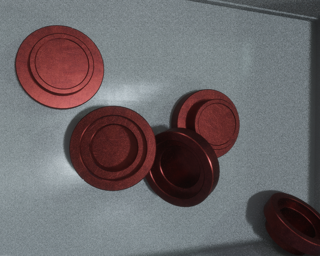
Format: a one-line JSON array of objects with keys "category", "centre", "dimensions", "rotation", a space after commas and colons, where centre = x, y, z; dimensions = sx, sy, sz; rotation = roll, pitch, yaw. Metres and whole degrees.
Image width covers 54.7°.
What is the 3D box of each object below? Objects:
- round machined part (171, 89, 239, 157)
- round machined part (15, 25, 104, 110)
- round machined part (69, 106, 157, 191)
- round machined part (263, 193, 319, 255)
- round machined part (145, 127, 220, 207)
[{"category": "round machined part", "centre": [0.069, -0.005, 0.427], "dimensions": [0.099, 0.042, 0.097], "rotation": [0, 90, -20]}, {"category": "round machined part", "centre": [-0.114, -0.071, 0.359], "dimensions": [0.099, 0.042, 0.097], "rotation": [0, 90, -20]}, {"category": "round machined part", "centre": [-0.055, 0.023, 0.373], "dimensions": [0.099, 0.042, 0.097], "rotation": [0, 89, -6]}, {"category": "round machined part", "centre": [0.196, 0.144, 0.453], "dimensions": [0.099, 0.098, 0.042], "rotation": [15, 118, -19]}, {"category": "round machined part", "centre": [0.030, 0.046, 0.393], "dimensions": [0.042, 0.098, 0.097], "rotation": [-25, 101, -55]}]
